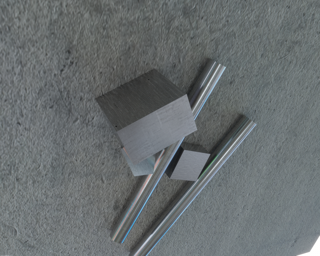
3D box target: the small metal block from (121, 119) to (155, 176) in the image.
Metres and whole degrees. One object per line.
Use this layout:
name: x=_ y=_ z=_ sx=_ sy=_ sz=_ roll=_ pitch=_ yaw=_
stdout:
small metal block: x=-0.025 y=0.024 z=0.390 sx=0.025 sy=0.050 sz=0.050 roll=-10 pitch=129 yaw=13

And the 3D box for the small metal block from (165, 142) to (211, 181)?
small metal block: x=0.039 y=0.050 z=0.461 sx=0.050 sy=0.025 sz=0.050 roll=12 pitch=112 yaw=-34

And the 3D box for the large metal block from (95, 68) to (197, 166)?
large metal block: x=-0.017 y=-0.016 z=0.353 sx=0.080 sy=0.080 sz=0.050 roll=-29 pitch=128 yaw=-10

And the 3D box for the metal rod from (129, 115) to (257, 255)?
metal rod: x=0.048 y=0.104 z=0.499 sx=0.025 sy=0.025 sz=0.299 roll=31 pitch=101 yaw=-38

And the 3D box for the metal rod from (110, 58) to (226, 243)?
metal rod: x=0.004 y=0.042 z=0.436 sx=0.025 sy=0.025 sz=0.298 roll=18 pitch=109 yaw=-36
